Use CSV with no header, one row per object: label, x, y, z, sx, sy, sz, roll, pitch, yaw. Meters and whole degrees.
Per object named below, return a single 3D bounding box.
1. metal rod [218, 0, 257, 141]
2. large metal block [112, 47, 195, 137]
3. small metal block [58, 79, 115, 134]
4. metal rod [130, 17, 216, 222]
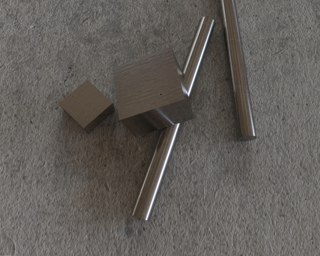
metal rod,0.107,-0.126,0.455,0.025,0.025,0.299,-2,70,-1
large metal block,-0.009,-0.045,0.394,0.080,0.050,0.080,-17,61,11
small metal block,-0.098,-0.028,0.417,0.050,0.025,0.050,43,75,13
metal rod,0.024,-0.026,0.417,0.025,0.025,0.299,18,71,6
